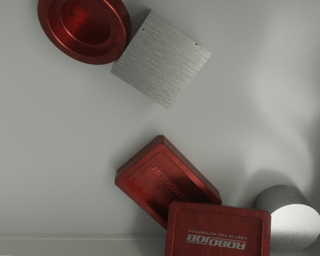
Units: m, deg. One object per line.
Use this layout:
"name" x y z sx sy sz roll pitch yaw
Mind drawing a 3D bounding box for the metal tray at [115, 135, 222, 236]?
"metal tray" 0.012 0.084 0.439 0.090 0.030 0.130 -41 106 13

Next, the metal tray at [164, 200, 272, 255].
"metal tray" 0.075 0.148 0.409 0.131 0.030 0.090 5 80 9

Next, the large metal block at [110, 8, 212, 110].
"large metal block" -0.001 -0.081 0.365 0.080 0.050 0.080 32 107 -17

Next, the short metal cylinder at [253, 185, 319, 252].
"short metal cylinder" 0.182 0.130 0.449 0.081 0.050 0.079 0 110 -1

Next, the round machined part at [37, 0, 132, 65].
"round machined part" -0.078 -0.121 0.341 0.098 0.042 0.097 11 143 9
